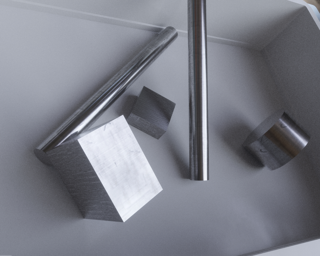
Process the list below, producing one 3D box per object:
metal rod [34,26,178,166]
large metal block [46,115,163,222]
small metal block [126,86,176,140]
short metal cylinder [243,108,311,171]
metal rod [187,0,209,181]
[{"bbox_3d":[-0.051,-0.063,0.417,0.025,0.025,0.301,39,51,-3],"label":"metal rod"},{"bbox_3d":[-0.056,0.041,0.302,0.050,0.080,0.080,-33,100,-38],"label":"large metal block"},{"bbox_3d":[-0.012,-0.020,0.413,0.050,0.025,0.050,28,52,-11],"label":"small metal block"},{"bbox_3d":[0.170,0.016,0.455,0.050,0.080,0.080,45,51,2],"label":"short metal cylinder"},{"bbox_3d":[0.050,-0.083,0.407,0.025,0.025,0.298,2,86,-28],"label":"metal rod"}]
